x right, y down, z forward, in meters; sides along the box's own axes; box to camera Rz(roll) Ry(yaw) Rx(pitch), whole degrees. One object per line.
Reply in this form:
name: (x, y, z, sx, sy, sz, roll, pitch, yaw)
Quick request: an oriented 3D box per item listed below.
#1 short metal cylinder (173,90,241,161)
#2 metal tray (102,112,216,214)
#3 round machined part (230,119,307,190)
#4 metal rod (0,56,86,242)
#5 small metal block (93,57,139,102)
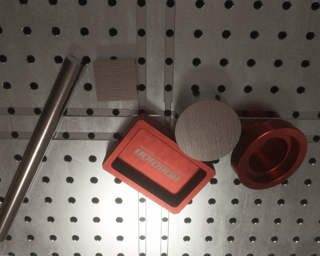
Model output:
short metal cylinder: (0.058, -0.004, 0.399, 0.081, 0.050, 0.079, 0, 110, -1)
metal tray: (-0.001, 0.051, 0.429, 0.130, 0.030, 0.090, 36, 106, -13)
round machined part: (0.137, 0.031, 0.407, 0.099, 0.042, 0.097, -9, 123, -14)
metal rod: (-0.175, 0.040, 0.425, 0.025, 0.025, 0.298, 27, 108, -10)
small metal block: (-0.054, -0.061, 0.390, 0.050, 0.025, 0.050, -3, 110, 0)
